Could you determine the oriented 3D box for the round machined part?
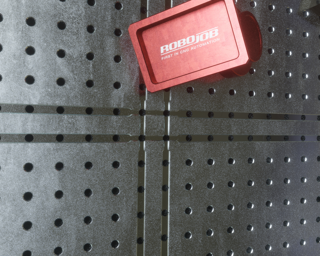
[{"bbox_3d":[0.106,-0.119,0.422,0.099,0.042,0.097,8,80,-48],"label":"round machined part"}]

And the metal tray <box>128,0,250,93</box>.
[{"bbox_3d":[0.035,-0.104,0.383,0.130,0.030,0.089,-15,97,20],"label":"metal tray"}]

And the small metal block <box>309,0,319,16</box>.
[{"bbox_3d":[0.285,-0.214,0.520,0.050,0.025,0.050,24,82,-19],"label":"small metal block"}]
